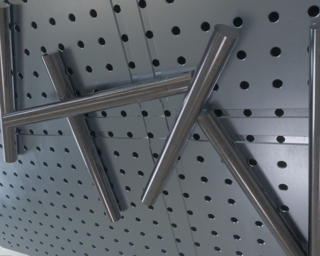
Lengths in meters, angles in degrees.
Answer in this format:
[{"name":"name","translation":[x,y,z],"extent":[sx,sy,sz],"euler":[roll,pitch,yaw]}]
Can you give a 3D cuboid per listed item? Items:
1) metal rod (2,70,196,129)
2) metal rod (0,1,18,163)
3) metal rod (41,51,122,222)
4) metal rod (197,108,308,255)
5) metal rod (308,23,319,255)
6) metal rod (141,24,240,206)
[{"name":"metal rod","translation":[-0.095,-0.033,0.417],"extent":[0.300,0.025,0.025],"euler":[-9,114,24]},{"name":"metal rod","translation":[-0.254,-0.055,0.512],"extent":[0.025,0.025,0.298],"euler":[26,128,12]},{"name":"metal rod","translation":[-0.116,0.028,0.490],"extent":[0.025,0.025,0.299],"euler":[-1,118,29]},{"name":"metal rod","translation":[0.137,0.103,0.402],"extent":[0.025,0.025,0.300],"euler":[-27,104,37]},{"name":"metal rod","translation":[0.177,0.040,0.341],"extent":[0.025,0.025,0.298],"euler":[1,119,28]},{"name":"metal rod","translation":[0.022,0.011,0.389],"extent":[0.025,0.025,0.298],"euler":[30,134,9]}]
